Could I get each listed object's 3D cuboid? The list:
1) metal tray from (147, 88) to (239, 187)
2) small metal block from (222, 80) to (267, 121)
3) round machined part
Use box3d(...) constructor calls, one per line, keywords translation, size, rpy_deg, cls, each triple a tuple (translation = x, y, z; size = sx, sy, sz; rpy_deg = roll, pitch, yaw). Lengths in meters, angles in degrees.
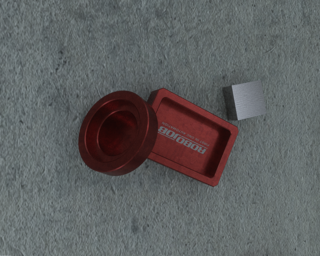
box3d(translation=(0.033, 0.014, 0.418), size=(0.131, 0.030, 0.090), rpy_deg=(26, 81, -18), cls="metal tray")
box3d(translation=(0.124, -0.040, 0.455), size=(0.050, 0.025, 0.050), rpy_deg=(-13, 95, -20), cls="small metal block")
box3d(translation=(-0.044, 0.009, 0.364), size=(0.042, 0.098, 0.098), rpy_deg=(35, 76, -53), cls="round machined part")
